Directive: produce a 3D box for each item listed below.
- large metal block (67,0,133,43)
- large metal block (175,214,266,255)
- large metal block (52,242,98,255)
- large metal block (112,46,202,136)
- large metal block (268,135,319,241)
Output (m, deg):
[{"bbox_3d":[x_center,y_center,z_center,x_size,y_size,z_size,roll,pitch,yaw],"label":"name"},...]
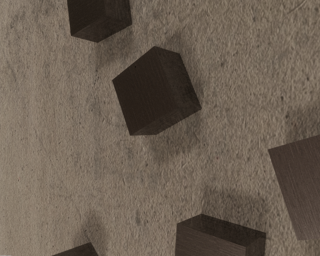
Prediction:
[{"bbox_3d":[-0.092,-0.184,0.462,0.080,0.050,0.080,-13,82,39],"label":"large metal block"},{"bbox_3d":[0.063,0.148,0.335,0.080,0.050,0.079,6,94,39],"label":"large metal block"},{"bbox_3d":[-0.147,0.235,0.487,0.050,0.081,0.080,49,119,28],"label":"large metal block"},{"bbox_3d":[-0.006,-0.043,0.392,0.080,0.050,0.080,-30,71,35],"label":"large metal block"},{"bbox_3d":[0.151,0.044,0.263,0.080,0.050,0.080,-23,76,37],"label":"large metal block"}]
